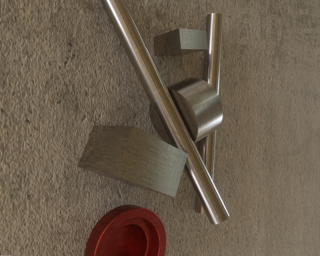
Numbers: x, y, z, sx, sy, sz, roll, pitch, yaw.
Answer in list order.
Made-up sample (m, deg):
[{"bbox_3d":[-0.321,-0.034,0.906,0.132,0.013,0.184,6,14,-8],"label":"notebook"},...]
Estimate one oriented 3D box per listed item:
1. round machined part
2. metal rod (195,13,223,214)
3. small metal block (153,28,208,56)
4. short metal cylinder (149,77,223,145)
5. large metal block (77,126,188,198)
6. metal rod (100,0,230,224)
[{"bbox_3d":[-0.043,0.138,0.360,0.099,0.042,0.097,0,90,-40],"label":"round machined part"},{"bbox_3d":[0.074,-0.024,0.469,0.025,0.025,0.298,7,86,-40],"label":"metal rod"},{"bbox_3d":[0.027,-0.113,0.413,0.050,0.050,0.025,-11,98,-40],"label":"small metal block"},{"bbox_3d":[0.032,-0.020,0.398,0.050,0.080,0.080,-28,108,-38],"label":"short metal cylinder"},{"bbox_3d":[-0.030,0.036,0.345,0.080,0.080,0.050,29,73,-37],"label":"large metal block"},{"bbox_3d":[0.005,-0.025,0.363,0.025,0.025,0.299,-28,93,-37],"label":"metal rod"}]
